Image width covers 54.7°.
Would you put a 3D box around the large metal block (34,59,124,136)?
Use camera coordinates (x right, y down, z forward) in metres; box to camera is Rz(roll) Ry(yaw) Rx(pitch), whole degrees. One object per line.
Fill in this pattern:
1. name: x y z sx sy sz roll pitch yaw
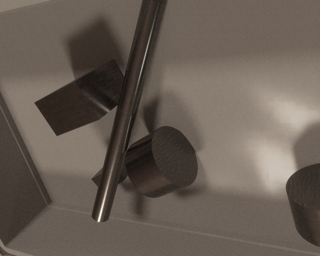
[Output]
1. large metal block: -0.095 -0.039 0.397 0.080 0.080 0.050 -18 109 34

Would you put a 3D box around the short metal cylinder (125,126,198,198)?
1. short metal cylinder: 0.003 0.044 0.398 0.050 0.080 0.080 -31 102 37

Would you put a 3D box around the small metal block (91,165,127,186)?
1. small metal block: -0.067 0.064 0.465 0.050 0.050 0.025 -30 102 37

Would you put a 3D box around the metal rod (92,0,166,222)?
1. metal rod: -0.046 -0.004 0.387 0.025 0.025 0.298 23 114 14

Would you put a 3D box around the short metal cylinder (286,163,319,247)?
1. short metal cylinder: 0.181 0.080 0.327 0.080 0.080 0.050 -8 114 31
